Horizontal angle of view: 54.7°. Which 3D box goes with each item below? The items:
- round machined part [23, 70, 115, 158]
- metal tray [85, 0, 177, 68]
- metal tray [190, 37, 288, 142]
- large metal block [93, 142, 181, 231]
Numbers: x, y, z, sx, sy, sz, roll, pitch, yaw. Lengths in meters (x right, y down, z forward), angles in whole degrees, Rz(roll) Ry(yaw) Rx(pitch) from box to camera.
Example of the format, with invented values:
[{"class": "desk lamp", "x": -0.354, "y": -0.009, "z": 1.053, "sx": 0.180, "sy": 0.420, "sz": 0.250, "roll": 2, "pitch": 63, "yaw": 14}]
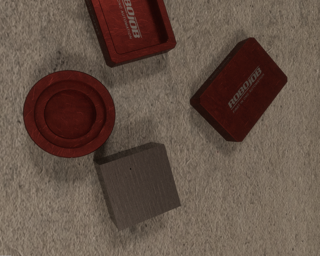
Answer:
[{"class": "round machined part", "x": -0.105, "y": -0.015, "z": 0.362, "sx": 0.099, "sy": 0.042, "sz": 0.097, "roll": 0, "pitch": 90, "yaw": -21}, {"class": "metal tray", "x": -0.042, "y": -0.151, "z": 0.391, "sx": 0.091, "sy": 0.030, "sz": 0.129, "roll": -20, "pitch": 97, "yaw": -19}, {"class": "metal tray", "x": 0.117, "y": -0.055, "z": 0.451, "sx": 0.090, "sy": 0.030, "sz": 0.130, "roll": 44, "pitch": 76, "yaw": -15}, {"class": "large metal block", "x": -0.029, "y": 0.068, "z": 0.386, "sx": 0.081, "sy": 0.050, "sz": 0.080, "roll": -17, "pitch": 96, "yaw": -20}]
